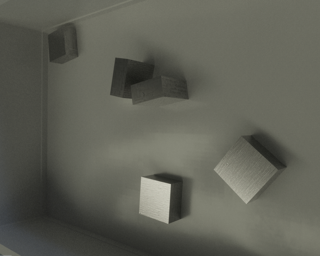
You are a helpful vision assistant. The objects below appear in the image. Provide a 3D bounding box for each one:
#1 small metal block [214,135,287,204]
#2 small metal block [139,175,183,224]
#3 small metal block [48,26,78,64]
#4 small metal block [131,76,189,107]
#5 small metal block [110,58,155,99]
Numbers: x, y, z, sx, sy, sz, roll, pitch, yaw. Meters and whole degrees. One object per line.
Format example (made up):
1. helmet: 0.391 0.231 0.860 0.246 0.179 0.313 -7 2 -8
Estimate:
1. small metal block: 0.094 0.043 0.329 0.050 0.025 0.050 48 118 29
2. small metal block: 0.001 0.092 0.406 0.050 0.025 0.050 6 94 40
3. small metal block: -0.173 -0.146 0.550 0.050 0.025 0.050 -9 84 39
4. small metal block: 0.000 -0.045 0.391 0.050 0.050 0.025 -11 83 39
5. small metal block: -0.037 -0.066 0.421 0.025 0.050 0.050 16 100 39
